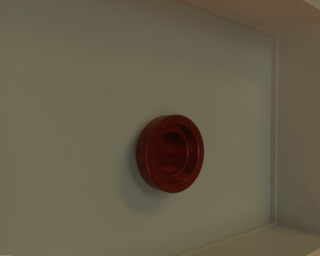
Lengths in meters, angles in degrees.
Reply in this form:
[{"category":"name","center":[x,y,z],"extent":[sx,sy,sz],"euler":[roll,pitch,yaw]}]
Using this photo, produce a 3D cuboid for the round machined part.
[{"category":"round machined part","center":[0.009,0.032,0.402],"extent":[0.099,0.042,0.097],"euler":[0,90,-40]}]
